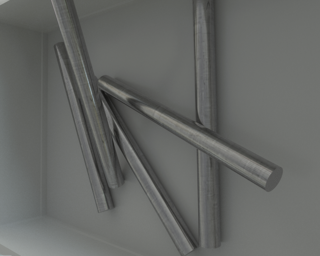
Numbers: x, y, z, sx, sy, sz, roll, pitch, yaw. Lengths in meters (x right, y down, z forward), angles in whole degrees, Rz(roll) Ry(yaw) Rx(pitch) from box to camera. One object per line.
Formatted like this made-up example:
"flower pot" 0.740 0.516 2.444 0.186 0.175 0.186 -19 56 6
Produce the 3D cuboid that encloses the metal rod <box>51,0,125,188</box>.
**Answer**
"metal rod" -0.094 -0.052 0.407 0.025 0.025 0.298 8 119 40

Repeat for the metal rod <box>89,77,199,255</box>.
"metal rod" -0.038 0.037 0.438 0.025 0.025 0.299 -48 62 29

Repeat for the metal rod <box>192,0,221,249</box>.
"metal rod" 0.054 -0.014 0.362 0.025 0.025 0.298 -2 88 40

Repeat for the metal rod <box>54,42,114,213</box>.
"metal rod" -0.130 -0.010 0.513 0.025 0.025 0.299 -30 71 36

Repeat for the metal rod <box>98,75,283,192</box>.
"metal rod" 0.008 -0.012 0.374 0.300 0.025 0.025 32 110 44
